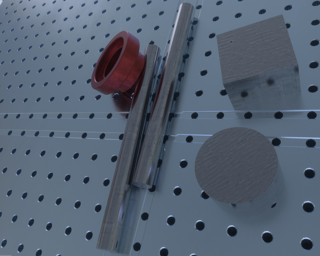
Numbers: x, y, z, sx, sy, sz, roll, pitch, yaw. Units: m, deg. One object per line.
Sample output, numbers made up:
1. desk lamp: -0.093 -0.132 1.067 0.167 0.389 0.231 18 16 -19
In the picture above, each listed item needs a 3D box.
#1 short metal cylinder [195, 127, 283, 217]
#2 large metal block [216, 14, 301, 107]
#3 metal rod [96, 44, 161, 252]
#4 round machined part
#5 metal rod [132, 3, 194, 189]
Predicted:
1. short metal cylinder: 0.082 0.046 0.320 0.080 0.050 0.080 -13 56 20
2. large metal block: 0.119 -0.081 0.379 0.080 0.050 0.080 -13 56 20
3. metal rod: -0.036 0.008 0.420 0.025 0.025 0.299 -4 60 26
4. round machined part: -0.060 -0.093 0.469 0.098 0.042 0.098 -35 40 37
5. metal rod: 0.011 -0.062 0.439 0.025 0.025 0.300 0 61 28
